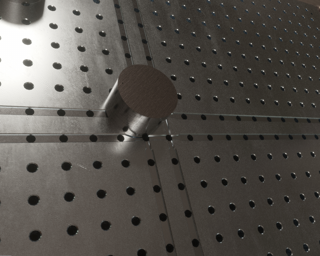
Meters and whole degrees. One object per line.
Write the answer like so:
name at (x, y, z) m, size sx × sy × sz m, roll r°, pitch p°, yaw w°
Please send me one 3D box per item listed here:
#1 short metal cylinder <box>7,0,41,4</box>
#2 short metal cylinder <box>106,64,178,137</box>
short metal cylinder at (-0.194, -0.218, 0.421) m, size 0.081 × 0.050 × 0.080 m, roll 14°, pitch 56°, yaw -21°
short metal cylinder at (-0.024, -0.035, 0.402) m, size 0.081 × 0.050 × 0.080 m, roll 14°, pitch 56°, yaw -21°
